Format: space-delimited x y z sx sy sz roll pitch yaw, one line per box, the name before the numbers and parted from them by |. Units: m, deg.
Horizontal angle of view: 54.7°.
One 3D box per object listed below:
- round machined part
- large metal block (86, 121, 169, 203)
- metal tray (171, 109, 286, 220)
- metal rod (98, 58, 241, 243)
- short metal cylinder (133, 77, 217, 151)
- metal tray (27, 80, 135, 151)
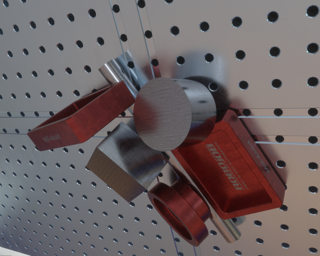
round machined part | 0.031 0.112 0.430 0.098 0.042 0.098 42 159 21
large metal block | -0.047 0.049 0.422 0.080 0.050 0.080 41 147 0
metal tray | 0.084 0.051 0.390 0.090 0.030 0.130 -28 103 37
metal rod | 0.019 0.038 0.419 0.025 0.025 0.299 -28 103 37
short metal cylinder | 0.016 -0.016 0.353 0.080 0.050 0.079 5 97 39
metal tray | -0.102 -0.013 0.392 0.130 0.090 0.030 -11 115 48
